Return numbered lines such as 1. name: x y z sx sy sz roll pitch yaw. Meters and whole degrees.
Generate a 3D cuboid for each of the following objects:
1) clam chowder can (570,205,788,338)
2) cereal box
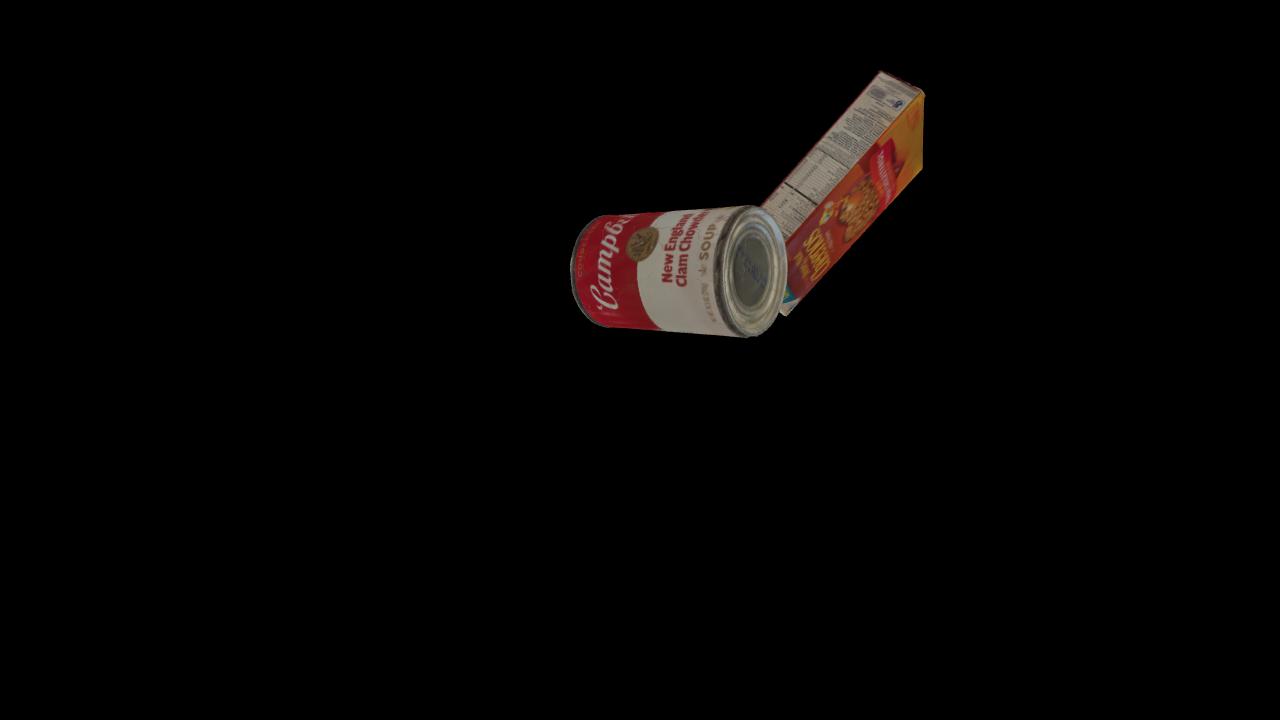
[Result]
1. clam chowder can: 0.021 -0.048 0.338 0.102 0.068 0.068 7 5 39
2. cereal box: 0.268 -0.218 0.875 0.081 0.306 0.203 44 7 26
